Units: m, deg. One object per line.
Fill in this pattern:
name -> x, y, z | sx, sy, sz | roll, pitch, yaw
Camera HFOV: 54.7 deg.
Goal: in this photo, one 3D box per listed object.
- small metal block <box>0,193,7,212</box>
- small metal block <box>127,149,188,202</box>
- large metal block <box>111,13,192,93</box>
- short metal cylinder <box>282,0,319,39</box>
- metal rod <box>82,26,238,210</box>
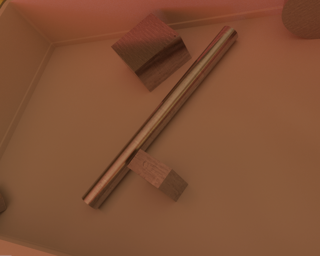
small metal block -> -0.265, 0.109, 0.459 | 0.050, 0.025, 0.050 | -23, 41, -35
small metal block -> -0.002, 0.055, 0.356 | 0.050, 0.050, 0.025 | 28, 78, 37
large metal block -> -0.014, -0.114, 0.465 | 0.080, 0.050, 0.080 | -40, 51, 0
short metal cylinder -> 0.189, -0.152, 0.364 | 0.080, 0.080, 0.050 | 4, 64, 30
metal rod -> 0.005, -0.019, 0.413 | 0.025, 0.025, 0.300 | 33, 80, 38
